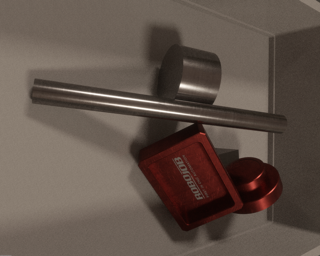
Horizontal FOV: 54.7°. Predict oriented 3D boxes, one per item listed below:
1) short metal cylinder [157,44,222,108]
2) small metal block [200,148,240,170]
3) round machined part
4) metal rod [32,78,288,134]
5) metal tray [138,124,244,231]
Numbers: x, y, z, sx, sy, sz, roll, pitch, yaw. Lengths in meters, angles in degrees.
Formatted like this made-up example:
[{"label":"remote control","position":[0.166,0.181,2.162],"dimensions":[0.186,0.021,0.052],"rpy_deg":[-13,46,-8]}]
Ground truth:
[{"label":"short metal cylinder","position":[0.035,-0.061,0.394],"dimensions":[0.050,0.080,0.080],"rpy_deg":[8,85,-21]},{"label":"small metal block","position":[0.082,0.047,0.462],"dimensions":[0.050,0.050,0.025],"rpy_deg":[-8,95,-40]},{"label":"round machined part","position":[0.131,0.081,0.471],"dimensions":[0.099,0.098,0.042],"rpy_deg":[-40,116,-33]},{"label":"metal rod","position":[0.017,-0.021,0.356],"dimensions":[0.302,0.025,0.025],"rpy_deg":[6,86,-20]},{"label":"metal tray","position":[0.041,0.067,0.404],"dimensions":[0.090,0.030,0.130],"rpy_deg":[-27,114,10]}]
